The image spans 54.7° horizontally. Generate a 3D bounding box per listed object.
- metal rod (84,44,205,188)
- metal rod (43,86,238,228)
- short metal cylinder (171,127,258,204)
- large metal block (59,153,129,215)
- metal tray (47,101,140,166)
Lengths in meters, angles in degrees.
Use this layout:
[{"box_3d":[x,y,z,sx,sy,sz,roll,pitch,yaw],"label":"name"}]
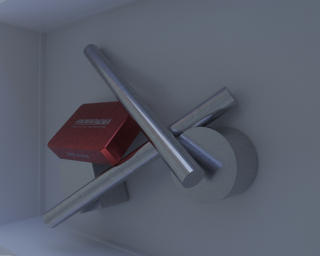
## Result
[{"box_3d":[-0.039,-0.037,0.397,0.300,0.025,0.025,50,120,42],"label":"metal rod"},{"box_3d":[-0.037,0.046,0.385,0.300,0.025,0.025,-35,68,19],"label":"metal rod"},{"box_3d":[0.058,0.038,0.338,0.080,0.050,0.079,0,90,39],"label":"short metal cylinder"},{"box_3d":[-0.101,0.082,0.466,0.080,0.050,0.080,-24,75,37],"label":"large metal block"},{"box_3d":[-0.089,0.004,0.436,0.130,0.030,0.090,1,46,41],"label":"metal tray"}]
